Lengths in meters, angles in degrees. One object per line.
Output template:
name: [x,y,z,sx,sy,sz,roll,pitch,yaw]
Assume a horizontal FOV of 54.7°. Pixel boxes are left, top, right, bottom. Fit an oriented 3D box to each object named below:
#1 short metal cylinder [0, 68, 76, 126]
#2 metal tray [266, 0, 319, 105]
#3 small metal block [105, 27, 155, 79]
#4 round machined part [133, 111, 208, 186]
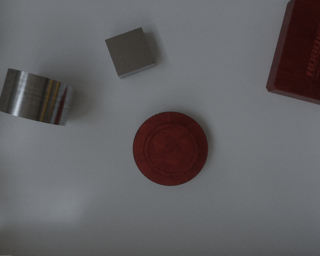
short metal cylinder: [-0.151,-0.037,0.382,0.080,0.080,0.050,15,90,-1]
metal tray: [0.204,-0.102,0.412,0.091,0.030,0.129,14,90,-1]
small metal block: [-0.039,-0.098,0.411,0.050,0.025,0.050,-20,90,-1]
round machined part: [0.014,0.027,0.403,0.099,0.042,0.097,0,90,-1]
